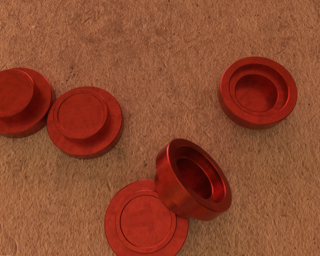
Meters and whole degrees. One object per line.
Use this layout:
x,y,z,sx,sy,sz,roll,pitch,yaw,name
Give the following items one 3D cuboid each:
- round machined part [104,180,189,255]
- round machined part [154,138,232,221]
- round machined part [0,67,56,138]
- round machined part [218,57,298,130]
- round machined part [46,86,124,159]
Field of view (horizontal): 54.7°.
-0.015,0.109,0.359,0.099,0.042,0.098,0,70,0,round machined part
0.033,0.063,0.357,0.042,0.099,0.098,-45,71,28,round machined part
-0.194,-0.039,0.412,0.099,0.042,0.098,0,70,0,round machined part
0.127,-0.043,0.415,0.099,0.042,0.098,0,70,0,round machined part
-0.098,-0.011,0.402,0.099,0.042,0.098,0,70,0,round machined part
